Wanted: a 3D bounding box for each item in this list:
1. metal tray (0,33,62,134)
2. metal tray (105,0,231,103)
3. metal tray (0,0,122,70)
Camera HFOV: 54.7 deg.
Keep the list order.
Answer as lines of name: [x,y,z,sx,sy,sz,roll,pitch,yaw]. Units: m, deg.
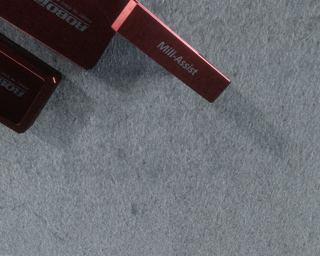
metal tray: [-0.201,-0.064,0.380,0.130,0.030,0.090,34,106,-12]
metal tray: [0.007,-0.087,0.325,0.130,0.090,0.030,32,108,-29]
metal tray: [-0.113,-0.139,0.354,0.130,0.030,0.090,32,107,-12]
